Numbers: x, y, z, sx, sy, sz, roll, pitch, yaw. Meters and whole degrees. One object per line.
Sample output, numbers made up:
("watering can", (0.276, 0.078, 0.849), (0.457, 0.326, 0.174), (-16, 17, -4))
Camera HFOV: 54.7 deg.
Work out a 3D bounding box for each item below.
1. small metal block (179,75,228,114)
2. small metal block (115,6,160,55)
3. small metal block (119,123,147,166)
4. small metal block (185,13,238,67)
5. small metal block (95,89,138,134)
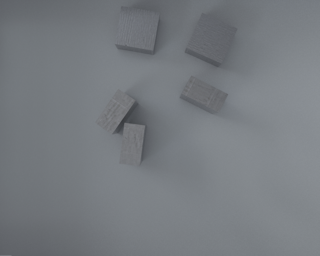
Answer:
("small metal block", (0.055, -0.041, 0.399), (0.050, 0.050, 0.025), (27, 90, 0))
("small metal block", (-0.029, -0.128, 0.411), (0.050, 0.025, 0.050), (10, 90, 0))
("small metal block", (-0.034, 0.020, 0.398), (0.025, 0.050, 0.050), (7, 90, 0))
("small metal block", (0.067, -0.116, 0.412), (0.050, 0.025, 0.050), (24, 90, 0))
("small metal block", (-0.054, -0.020, 0.398), (0.025, 0.050, 0.050), (35, 90, 0))
